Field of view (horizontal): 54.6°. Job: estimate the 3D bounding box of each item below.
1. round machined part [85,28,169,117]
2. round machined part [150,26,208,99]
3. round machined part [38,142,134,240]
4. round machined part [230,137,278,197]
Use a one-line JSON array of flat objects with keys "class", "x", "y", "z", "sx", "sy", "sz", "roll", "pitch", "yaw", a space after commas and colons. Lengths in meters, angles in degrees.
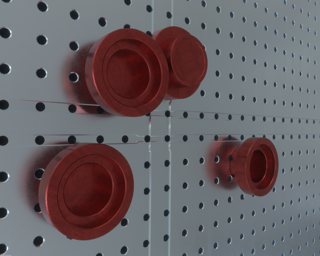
[{"class": "round machined part", "x": -0.041, "y": -0.062, "z": 0.360, "sx": 0.099, "sy": 0.042, "sz": 0.097, "roll": -1, "pitch": 92, "yaw": -36}, {"class": "round machined part", "x": 0.026, "y": -0.088, "z": 0.419, "sx": 0.099, "sy": 0.042, "sz": 0.097, "roll": 0, "pitch": 90, "yaw": -40}, {"class": "round machined part", "x": -0.080, "y": 0.064, "z": 0.330, "sx": 0.099, "sy": 0.042, "sz": 0.097, "roll": 0, "pitch": 90, "yaw": -40}, {"class": "round machined part", "x": 0.157, "y": 0.064, "z": 0.528, "sx": 0.099, "sy": 0.042, "sz": 0.097, "roll": 0, "pitch": 90, "yaw": -40}]
